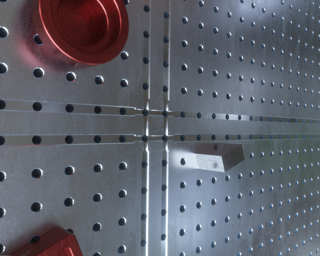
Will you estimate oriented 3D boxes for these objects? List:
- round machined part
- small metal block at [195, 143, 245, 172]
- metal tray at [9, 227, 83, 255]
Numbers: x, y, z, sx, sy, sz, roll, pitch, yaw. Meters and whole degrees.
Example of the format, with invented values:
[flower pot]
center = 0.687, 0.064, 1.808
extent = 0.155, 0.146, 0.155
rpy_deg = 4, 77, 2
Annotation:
[round machined part]
center = -0.085, -0.113, 0.328
extent = 0.099, 0.042, 0.097
rpy_deg = 0, 90, -40
[small metal block]
center = 0.092, 0.044, 0.473
extent = 0.050, 0.050, 0.025
rpy_deg = -22, 105, -38
[metal tray]
center = -0.132, 0.170, 0.296
extent = 0.131, 0.030, 0.089
rpy_deg = -26, 107, -37
